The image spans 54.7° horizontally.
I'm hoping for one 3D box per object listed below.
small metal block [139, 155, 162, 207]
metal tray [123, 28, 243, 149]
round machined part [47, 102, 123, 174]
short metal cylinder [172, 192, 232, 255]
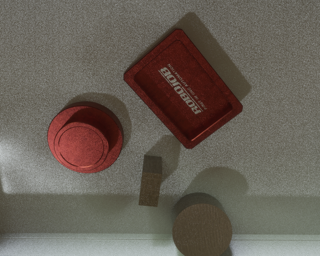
[{"bbox_3d":[-0.013,0.072,0.424,0.025,0.050,0.050,6,110,-3],"label":"small metal block"},{"bbox_3d":[0.030,-0.047,0.391,0.090,0.030,0.130,-39,106,12],"label":"metal tray"},{"bbox_3d":[-0.099,0.017,0.407,0.099,0.042,0.097,0,110,-1],"label":"round machined part"},{"bbox_3d":[0.057,0.138,0.439,0.081,0.050,0.079,0,95,0],"label":"short metal cylinder"}]
